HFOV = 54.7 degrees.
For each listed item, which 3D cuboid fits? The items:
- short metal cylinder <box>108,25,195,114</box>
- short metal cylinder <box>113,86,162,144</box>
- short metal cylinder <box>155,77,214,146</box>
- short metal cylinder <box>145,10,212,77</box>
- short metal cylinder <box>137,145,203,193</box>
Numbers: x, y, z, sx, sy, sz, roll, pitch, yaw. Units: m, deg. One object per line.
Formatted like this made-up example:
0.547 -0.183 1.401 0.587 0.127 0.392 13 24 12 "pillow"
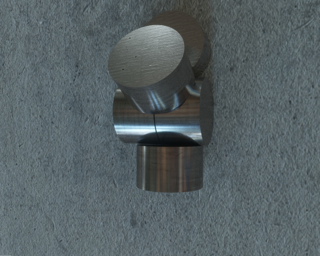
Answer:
-0.008 -0.061 0.329 0.080 0.050 0.080 -8 59 14 "short metal cylinder"
-0.017 -0.020 0.387 0.050 0.080 0.079 1 90 19 "short metal cylinder"
0.032 -0.019 0.369 0.050 0.080 0.079 0 90 20 "short metal cylinder"
0.020 -0.099 0.390 0.080 0.050 0.079 0 90 19 "short metal cylinder"
0.012 0.045 0.376 0.080 0.080 0.050 0 90 19 "short metal cylinder"
